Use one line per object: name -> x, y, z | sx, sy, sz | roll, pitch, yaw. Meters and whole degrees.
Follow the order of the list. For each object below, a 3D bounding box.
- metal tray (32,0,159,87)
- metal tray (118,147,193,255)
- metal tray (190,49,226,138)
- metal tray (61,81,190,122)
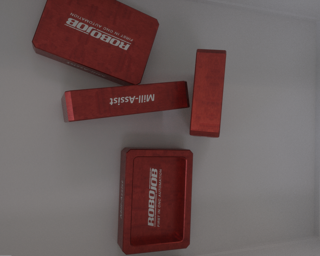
metal tray -> -0.076, -0.113, 0.380 | 0.131, 0.030, 0.090 | 19, 84, -19
metal tray -> -0.006, 0.092, 0.405 | 0.091, 0.030, 0.129 | 2, 89, -20
metal tray -> 0.057, -0.034, 0.376 | 0.030, 0.130, 0.089 | 5, 88, 8
metal tray -> -0.043, -0.029, 0.359 | 0.131, 0.090, 0.030 | -8, 93, -20
